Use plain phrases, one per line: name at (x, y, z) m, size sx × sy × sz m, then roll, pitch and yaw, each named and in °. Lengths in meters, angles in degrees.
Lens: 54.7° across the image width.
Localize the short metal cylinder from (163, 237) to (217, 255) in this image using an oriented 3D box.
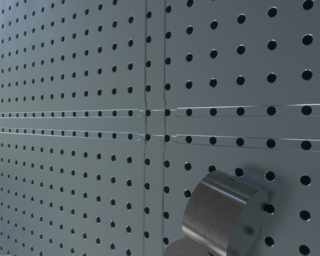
short metal cylinder at (0.048, 0.161, 0.352) m, size 0.080 × 0.050 × 0.079 m, roll 0°, pitch 90°, yaw 39°

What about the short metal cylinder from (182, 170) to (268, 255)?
short metal cylinder at (0.068, 0.090, 0.316) m, size 0.050 × 0.081 × 0.079 m, roll 22°, pitch 104°, yaw 37°
